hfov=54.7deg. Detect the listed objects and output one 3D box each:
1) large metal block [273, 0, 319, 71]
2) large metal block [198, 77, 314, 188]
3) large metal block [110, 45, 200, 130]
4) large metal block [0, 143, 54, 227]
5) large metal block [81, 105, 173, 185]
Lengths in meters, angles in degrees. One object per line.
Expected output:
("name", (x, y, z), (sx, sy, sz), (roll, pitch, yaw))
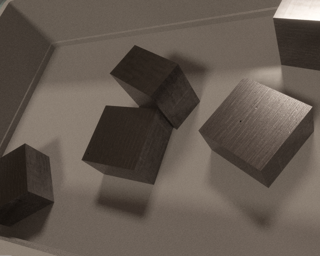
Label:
("large metal block", (0.180, -0.108, 0.343), (0.080, 0.080, 0.050), (19, 72, 35))
("large metal block", (0.104, 0.003, 0.333), (0.080, 0.050, 0.080), (-49, 52, -7))
("large metal block", (-0.005, -0.053, 0.404), (0.080, 0.080, 0.050), (33, 80, 38))
("large metal block", (-0.205, 0.082, 0.444), (0.080, 0.050, 0.080), (-29, 52, 9))
("large metal block", (-0.040, 0.020, 0.397), (0.080, 0.050, 0.080), (6, 65, 30))
